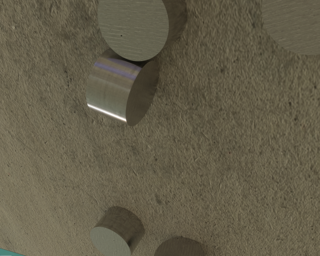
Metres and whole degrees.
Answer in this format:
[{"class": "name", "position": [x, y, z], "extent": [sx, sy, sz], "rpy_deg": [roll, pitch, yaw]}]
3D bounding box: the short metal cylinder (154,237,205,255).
[{"class": "short metal cylinder", "position": [0.032, 0.223, 0.492], "extent": [0.080, 0.080, 0.050], "rpy_deg": [8, 122, 24]}]

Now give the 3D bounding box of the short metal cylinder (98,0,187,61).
[{"class": "short metal cylinder", "position": [-0.018, -0.117, 0.328], "extent": [0.080, 0.050, 0.079], "rpy_deg": [13, 124, 21]}]

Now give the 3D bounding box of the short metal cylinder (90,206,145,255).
[{"class": "short metal cylinder", "position": [-0.074, 0.186, 0.545], "extent": [0.080, 0.050, 0.079], "rpy_deg": [13, 124, 21]}]

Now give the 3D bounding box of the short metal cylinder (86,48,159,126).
[{"class": "short metal cylinder", "position": [-0.042, -0.048, 0.364], "extent": [0.050, 0.080, 0.079], "rpy_deg": [22, 127, 15]}]

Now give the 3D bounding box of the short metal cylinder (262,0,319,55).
[{"class": "short metal cylinder", "position": [0.130, -0.107, 0.256], "extent": [0.080, 0.050, 0.079], "rpy_deg": [13, 124, 21]}]
